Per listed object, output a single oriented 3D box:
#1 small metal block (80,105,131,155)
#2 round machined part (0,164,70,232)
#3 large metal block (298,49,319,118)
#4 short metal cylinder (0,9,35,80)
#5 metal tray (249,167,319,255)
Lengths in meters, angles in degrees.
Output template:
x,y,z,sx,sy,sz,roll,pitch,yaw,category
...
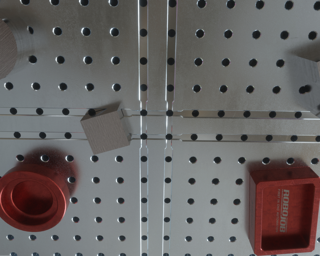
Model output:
x,y,z,sx,sy,sz,roll,pitch,yaw,category
-0.071,0.003,0.414,0.050,0.025,0.050,-16,110,5,small metal block
-0.177,0.094,0.437,0.099,0.042,0.097,0,110,0,round machined part
0.228,-0.061,0.379,0.080,0.050,0.080,-19,109,7,large metal block
-0.197,-0.098,0.362,0.081,0.050,0.079,0,110,0,short metal cylinder
0.182,0.125,0.458,0.091,0.030,0.129,-5,110,1,metal tray
